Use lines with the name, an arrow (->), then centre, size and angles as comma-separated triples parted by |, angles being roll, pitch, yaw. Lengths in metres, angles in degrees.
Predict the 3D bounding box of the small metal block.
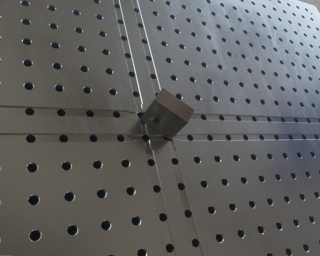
small metal block -> 0.009, -0.017, 0.409 | 0.050, 0.050, 0.025 | 35, 51, -6
